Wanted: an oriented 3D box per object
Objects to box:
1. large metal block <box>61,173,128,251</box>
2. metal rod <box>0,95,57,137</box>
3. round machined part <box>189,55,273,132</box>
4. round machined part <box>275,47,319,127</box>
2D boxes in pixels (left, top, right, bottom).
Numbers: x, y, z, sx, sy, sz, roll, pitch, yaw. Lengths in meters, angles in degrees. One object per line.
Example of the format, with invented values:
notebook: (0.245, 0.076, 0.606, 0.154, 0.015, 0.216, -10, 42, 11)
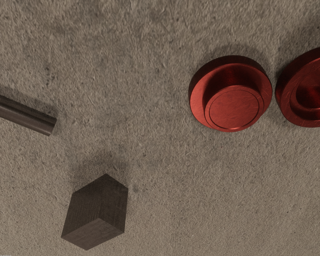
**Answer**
large metal block: (-0.099, 0.130, 0.481, 0.080, 0.080, 0.050, -32, 123, 24)
metal rod: (-0.268, -0.060, 0.351, 0.302, 0.025, 0.025, 25, 126, -21)
round machined part: (0.085, -0.033, 0.369, 0.099, 0.042, 0.097, -1, 130, 0)
round machined part: (0.182, -0.051, 0.356, 0.099, 0.042, 0.097, -1, 130, 0)
